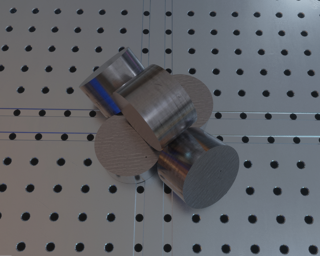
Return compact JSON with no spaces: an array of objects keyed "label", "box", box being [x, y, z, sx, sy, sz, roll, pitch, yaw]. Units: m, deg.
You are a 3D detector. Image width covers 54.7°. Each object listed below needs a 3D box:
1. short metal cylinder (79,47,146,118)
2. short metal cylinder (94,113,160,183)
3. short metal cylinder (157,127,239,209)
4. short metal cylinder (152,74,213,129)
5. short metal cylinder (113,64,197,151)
[{"label":"short metal cylinder","box":[-0.055,-0.058,0.396,0.080,0.080,0.050,-44,110,-15]},{"label":"short metal cylinder","box":[-0.037,0.026,0.388,0.081,0.050,0.080,0,70,0]},{"label":"short metal cylinder","box":[0.044,0.045,0.359,0.080,0.080,0.050,-39,39,-13]},{"label":"short metal cylinder","box":[0.026,-0.023,0.406,0.081,0.050,0.080,0,70,0]},{"label":"short metal cylinder","box":[-0.006,-0.021,0.336,0.050,0.080,0.080,-40,75,-13]}]
